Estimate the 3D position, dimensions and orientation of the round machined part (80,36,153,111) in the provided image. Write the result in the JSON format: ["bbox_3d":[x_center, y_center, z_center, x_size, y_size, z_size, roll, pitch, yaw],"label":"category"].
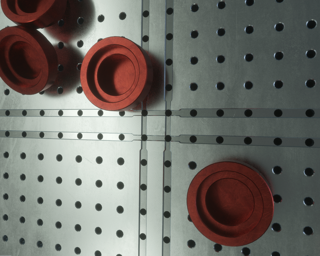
[{"bbox_3d":[-0.055,-0.071,0.422,0.098,0.042,0.097,0,90,19],"label":"round machined part"}]

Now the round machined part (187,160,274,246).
[{"bbox_3d":[0.085,0.087,0.373,0.098,0.042,0.097,0,90,19],"label":"round machined part"}]

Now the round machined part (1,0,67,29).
[{"bbox_3d":[-0.179,-0.189,0.458,0.098,0.042,0.098,-3,77,14],"label":"round machined part"}]

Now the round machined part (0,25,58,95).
[{"bbox_3d":[-0.192,-0.101,0.458,0.098,0.042,0.097,8,116,17],"label":"round machined part"}]
